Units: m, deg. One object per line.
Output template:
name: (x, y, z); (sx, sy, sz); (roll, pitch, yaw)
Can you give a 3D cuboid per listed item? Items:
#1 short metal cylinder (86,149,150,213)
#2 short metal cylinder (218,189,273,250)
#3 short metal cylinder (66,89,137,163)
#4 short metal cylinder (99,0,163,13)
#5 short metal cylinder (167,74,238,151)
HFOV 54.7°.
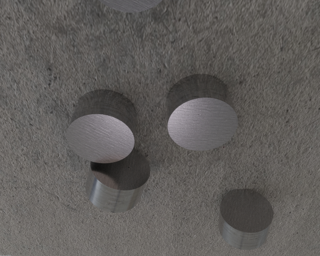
short metal cylinder: (-0.059, 0.069, 0.429); (0.081, 0.080, 0.050); (12, 129, -11)
short metal cylinder: (0.135, 0.145, 0.496); (0.080, 0.080, 0.050); (-3, 130, 2)
short metal cylinder: (-0.071, -0.001, 0.389); (0.081, 0.050, 0.079); (0, 130, 0)
short metal cylinder: (-0.025, -0.148, 0.265); (0.081, 0.050, 0.079); (0, 130, 0)
short metal cylinder: (0.049, -0.018, 0.376); (0.081, 0.050, 0.079); (0, 130, 0)
